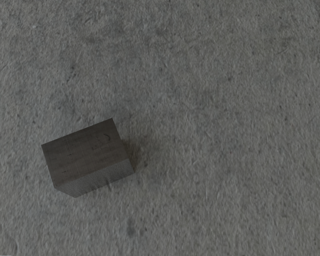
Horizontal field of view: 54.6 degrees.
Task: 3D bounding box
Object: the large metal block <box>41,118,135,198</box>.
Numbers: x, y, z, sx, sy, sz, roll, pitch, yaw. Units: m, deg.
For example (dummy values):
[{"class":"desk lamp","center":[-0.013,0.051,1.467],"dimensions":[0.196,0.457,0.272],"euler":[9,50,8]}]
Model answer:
[{"class":"large metal block","center":[-0.080,0.038,0.365],"dimensions":[0.080,0.080,0.050],"euler":[-22,72,-8]}]
